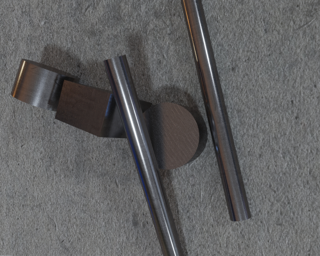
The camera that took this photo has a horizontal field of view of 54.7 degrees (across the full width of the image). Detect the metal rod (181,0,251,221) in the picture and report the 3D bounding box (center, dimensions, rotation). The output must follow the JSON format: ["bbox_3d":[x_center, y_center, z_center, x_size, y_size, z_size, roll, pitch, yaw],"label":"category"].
[{"bbox_3d":[0.066,-0.037,0.385,0.025,0.025,0.298,-14,86,19],"label":"metal rod"}]

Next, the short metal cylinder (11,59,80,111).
[{"bbox_3d":[-0.160,-0.059,0.436,0.080,0.080,0.050,23,98,18],"label":"short metal cylinder"}]

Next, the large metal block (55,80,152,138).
[{"bbox_3d":[-0.071,-0.022,0.396,0.080,0.080,0.050,19,97,33],"label":"large metal block"}]

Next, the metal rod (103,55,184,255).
[{"bbox_3d":[-0.009,0.065,0.364,0.025,0.025,0.298,-11,105,20],"label":"metal rod"}]

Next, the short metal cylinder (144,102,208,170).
[{"bbox_3d":[0.015,0.009,0.390,0.080,0.050,0.079,0,90,19],"label":"short metal cylinder"}]
